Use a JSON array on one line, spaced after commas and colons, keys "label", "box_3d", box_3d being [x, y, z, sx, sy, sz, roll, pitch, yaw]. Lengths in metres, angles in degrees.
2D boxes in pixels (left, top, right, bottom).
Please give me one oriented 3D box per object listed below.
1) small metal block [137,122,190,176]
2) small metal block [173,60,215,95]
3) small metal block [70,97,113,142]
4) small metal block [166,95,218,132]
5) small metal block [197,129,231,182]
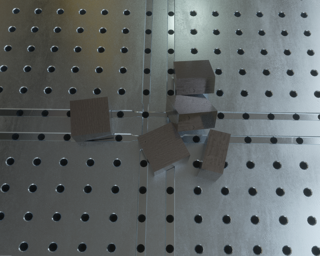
[{"label": "small metal block", "box_3d": [0.004, 0.027, 0.402, 0.050, 0.025, 0.050, -25, 72, -9]}, {"label": "small metal block", "box_3d": [0.046, -0.070, 0.426, 0.050, 0.025, 0.050, -3, 38, -1]}, {"label": "small metal block", "box_3d": [-0.091, -0.011, 0.416, 0.050, 0.025, 0.050, -7, 70, -3]}, {"label": "small metal block", "box_3d": [0.039, -0.021, 0.401, 0.050, 0.025, 0.050, -6, 33, -15]}, {"label": "small metal block", "box_3d": [0.066, 0.035, 0.386, 0.025, 0.050, 0.050, 14, 71, 5]}]
